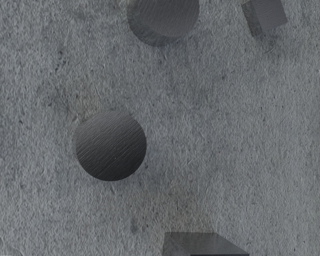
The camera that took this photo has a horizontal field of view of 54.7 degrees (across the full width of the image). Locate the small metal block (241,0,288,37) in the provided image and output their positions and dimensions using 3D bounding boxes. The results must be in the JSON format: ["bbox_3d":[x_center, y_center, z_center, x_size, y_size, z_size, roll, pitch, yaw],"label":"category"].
[{"bbox_3d":[0.158,-0.172,0.467,0.050,0.025,0.050,-26,99,-18],"label":"small metal block"}]

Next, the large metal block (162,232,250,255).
[{"bbox_3d":[0.055,0.173,0.401,0.081,0.080,0.050,8,88,-20],"label":"large metal block"}]

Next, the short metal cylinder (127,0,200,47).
[{"bbox_3d":[0.003,-0.150,0.397,0.081,0.050,0.080,0,90,-20],"label":"short metal cylinder"}]

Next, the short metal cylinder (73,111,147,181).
[{"bbox_3d":[-0.062,0.020,0.373,0.081,0.050,0.080,0,90,-20],"label":"short metal cylinder"}]
